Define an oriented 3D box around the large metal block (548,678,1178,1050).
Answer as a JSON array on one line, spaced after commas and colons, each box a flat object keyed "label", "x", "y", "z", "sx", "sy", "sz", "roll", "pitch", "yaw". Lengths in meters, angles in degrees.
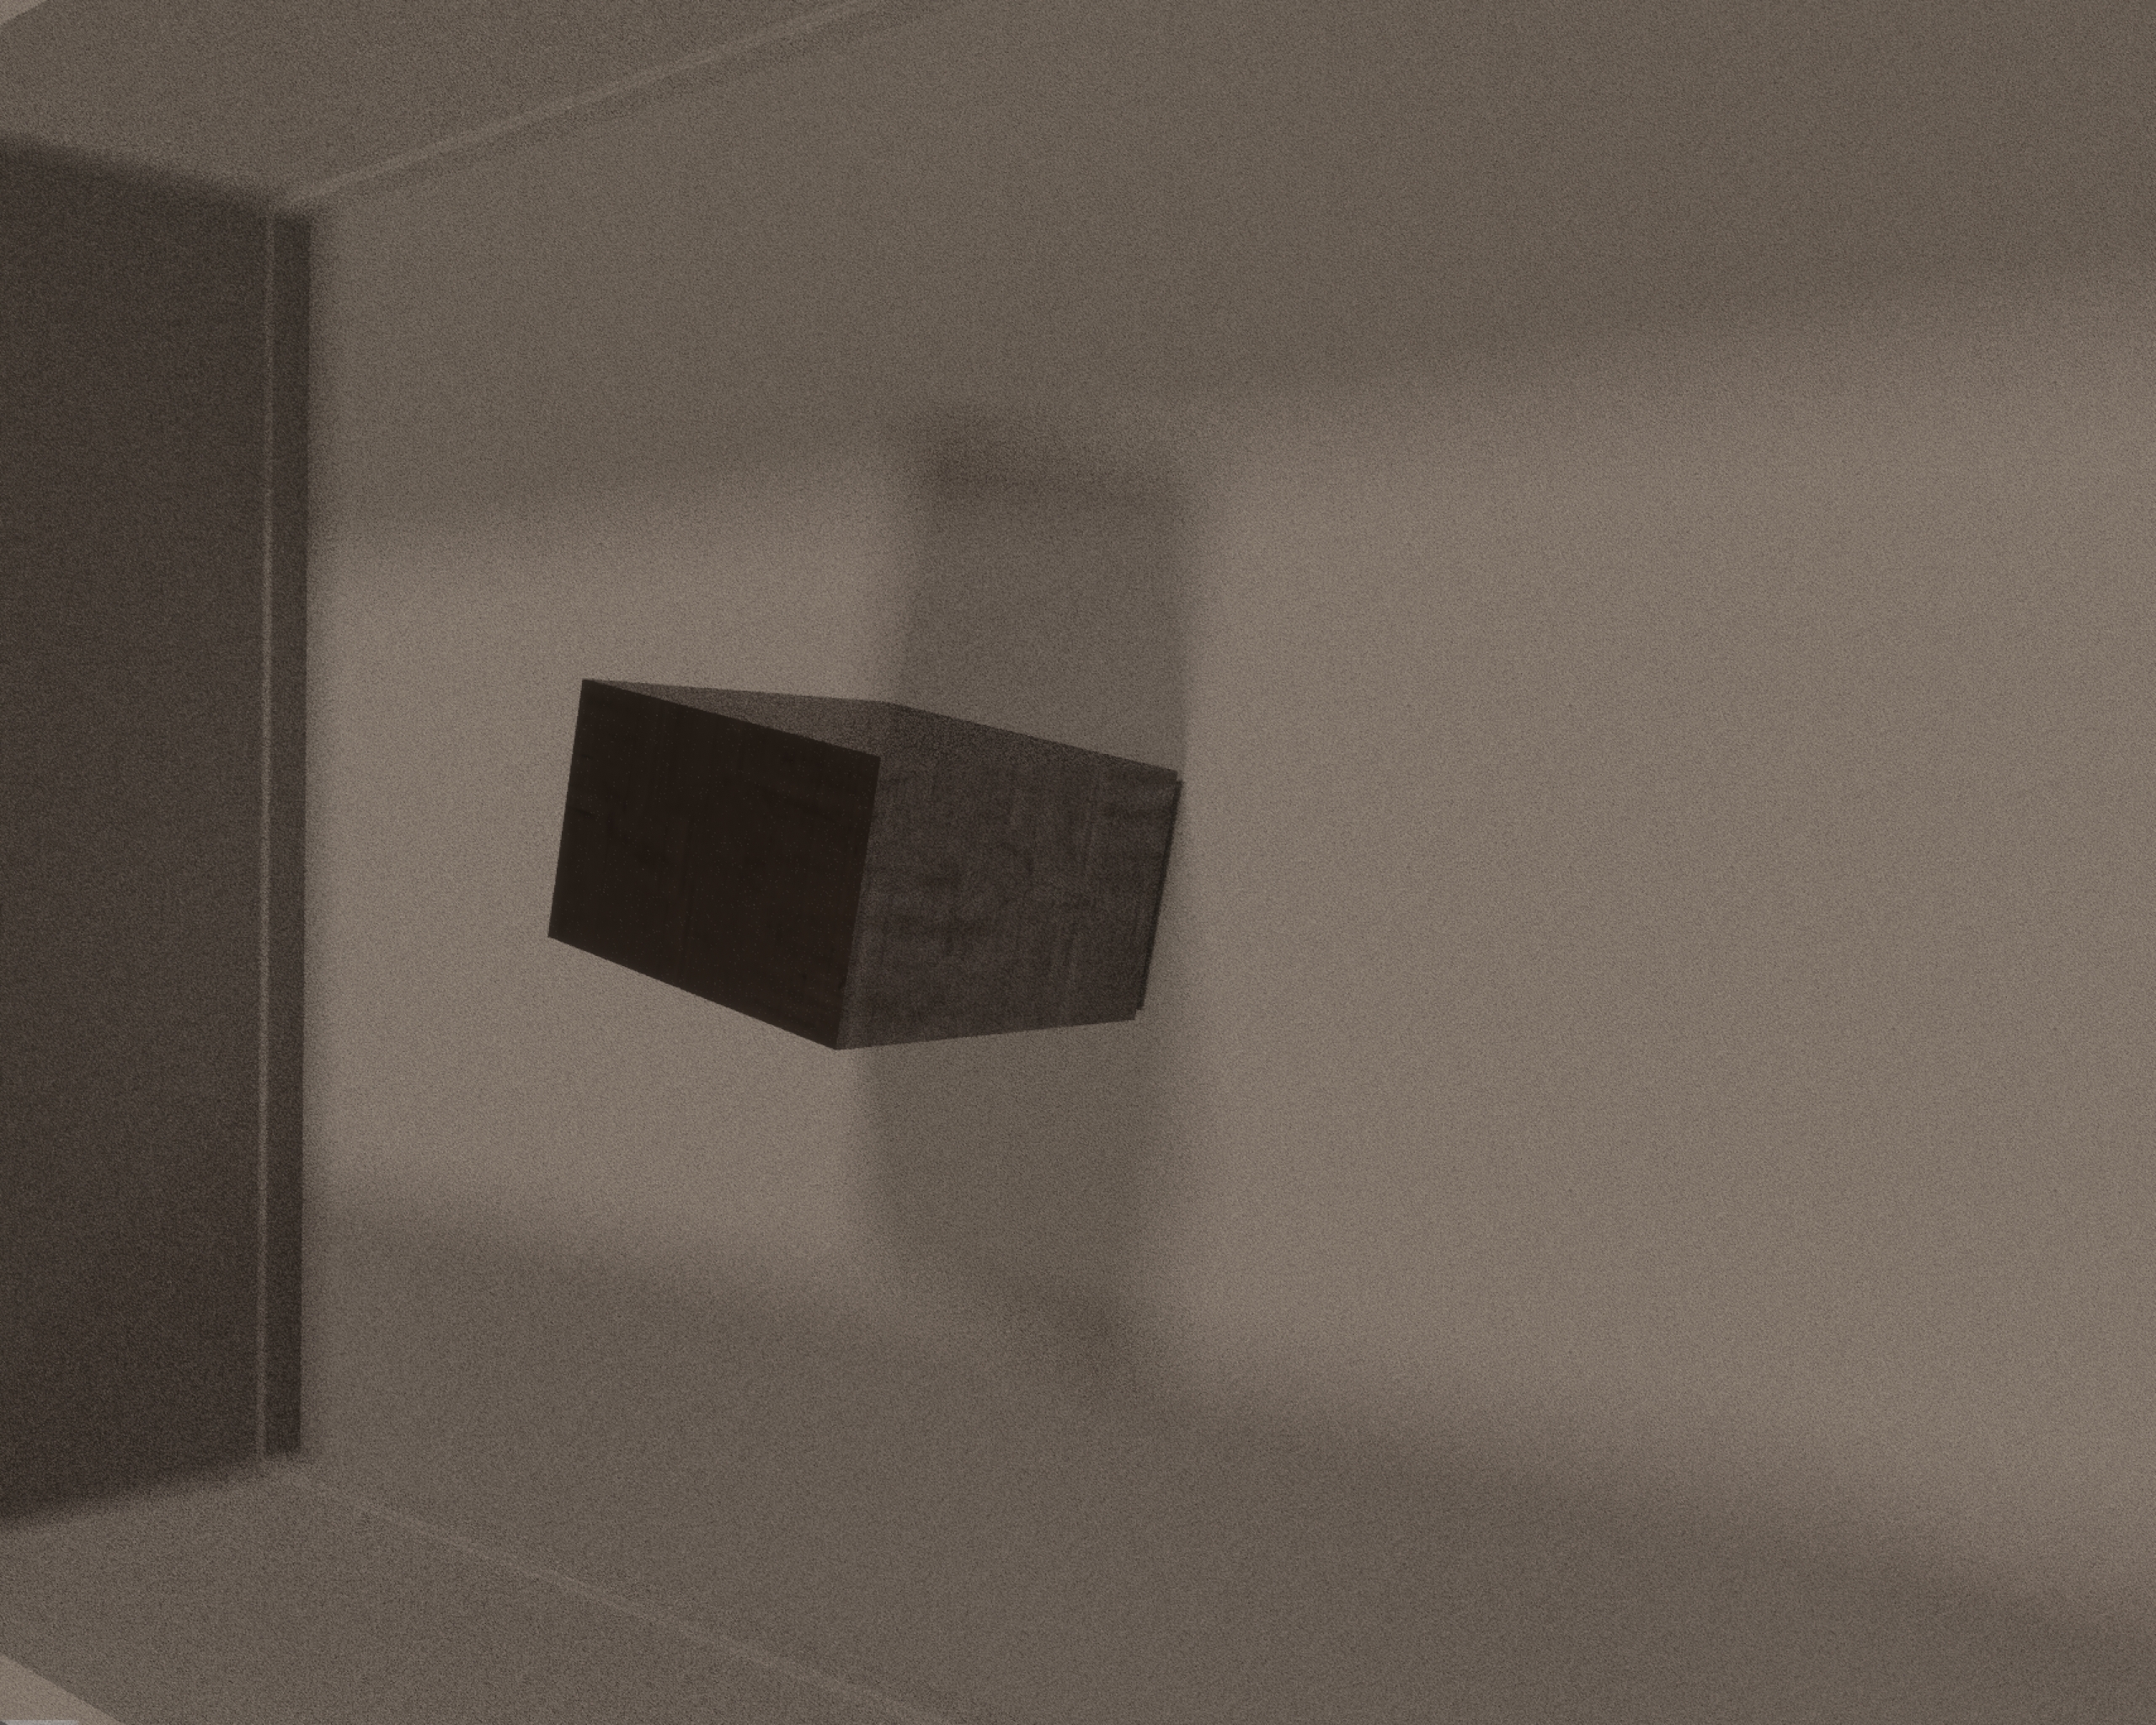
[{"label": "large metal block", "x": -0.041, "y": -0.002, "z": 0.399, "sx": 0.080, "sy": 0.081, "sz": 0.050, "roll": 16, "pitch": 100, "yaw": 38}]
